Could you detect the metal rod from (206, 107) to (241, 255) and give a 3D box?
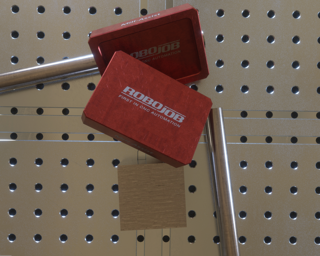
[{"bbox_3d":[0.089,0.122,0.414,0.025,0.025,0.298,-7,90,0],"label":"metal rod"}]

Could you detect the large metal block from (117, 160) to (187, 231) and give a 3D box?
[{"bbox_3d":[-0.010,0.083,0.401,0.081,0.050,0.079,-3,90,-1],"label":"large metal block"}]

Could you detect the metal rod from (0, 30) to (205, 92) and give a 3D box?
[{"bbox_3d":[-0.090,-0.086,0.412,0.302,0.025,0.025,-12,90,-1],"label":"metal rod"}]

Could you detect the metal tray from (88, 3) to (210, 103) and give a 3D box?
[{"bbox_3d":[-0.011,-0.091,0.387,0.131,0.030,0.090,-16,122,2],"label":"metal tray"}]

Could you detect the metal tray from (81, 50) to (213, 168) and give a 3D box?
[{"bbox_3d":[-0.012,-0.020,0.362,0.131,0.030,0.090,27,70,-11],"label":"metal tray"}]
